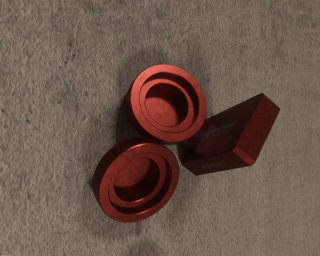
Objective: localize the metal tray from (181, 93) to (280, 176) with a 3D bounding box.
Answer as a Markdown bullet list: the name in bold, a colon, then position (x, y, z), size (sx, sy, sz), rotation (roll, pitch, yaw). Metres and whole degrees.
- **metal tray**: position (0.088, 0.013, 0.411), size (0.030, 0.130, 0.090), rotation (39, 64, -11)

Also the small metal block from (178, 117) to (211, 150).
- **small metal block**: position (0.039, -0.004, 0.440), size (0.050, 0.025, 0.050), rotation (49, 61, -29)

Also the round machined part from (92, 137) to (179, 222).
- **round machined part**: position (-0.030, 0.055, 0.356), size (0.099, 0.042, 0.097), rotation (-12, 115, -27)

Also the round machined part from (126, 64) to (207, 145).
- **round machined part**: position (0.005, -0.026, 0.385), size (0.099, 0.042, 0.098), rotation (6, 74, -20)
